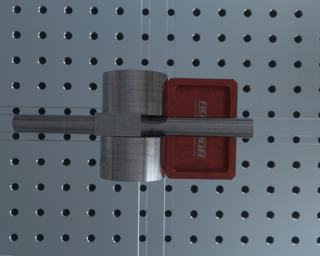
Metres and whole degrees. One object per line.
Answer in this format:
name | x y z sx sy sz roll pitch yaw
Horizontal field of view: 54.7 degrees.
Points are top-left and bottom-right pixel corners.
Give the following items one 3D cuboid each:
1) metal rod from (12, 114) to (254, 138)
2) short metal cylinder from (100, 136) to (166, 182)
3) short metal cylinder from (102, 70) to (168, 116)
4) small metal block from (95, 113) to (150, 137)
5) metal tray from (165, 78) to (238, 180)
metal rod | -0.040 -0.003 0.390 0.301 0.025 0.025 1 90 8
short metal cylinder | -0.033 0.035 0.385 0.081 0.080 0.050 1 90 0
short metal cylinder | -0.031 -0.040 0.384 0.081 0.080 0.050 1 90 0
small metal block | -0.041 -0.004 0.353 0.050 0.050 0.025 1 90 8
metal tray | 0.053 0.001 0.411 0.091 0.030 0.129 1 90 0
